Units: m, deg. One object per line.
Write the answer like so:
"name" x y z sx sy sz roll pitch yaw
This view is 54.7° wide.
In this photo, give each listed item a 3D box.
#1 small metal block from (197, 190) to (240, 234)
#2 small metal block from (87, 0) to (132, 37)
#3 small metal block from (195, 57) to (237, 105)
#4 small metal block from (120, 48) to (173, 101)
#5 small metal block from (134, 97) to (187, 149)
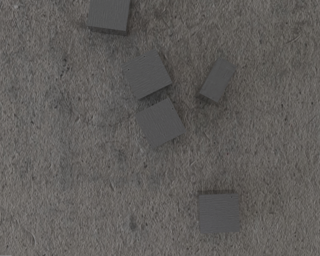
"small metal block" 0.077 0.110 0.411 0.050 0.025 0.050 -2 90 0
"small metal block" -0.065 -0.152 0.409 0.050 0.025 0.050 8 90 0
"small metal block" 0.070 -0.058 0.398 0.025 0.050 0.050 29 90 0
"small metal block" -0.017 -0.069 0.410 0.050 0.025 0.050 -26 90 0
"small metal block" 0.001 -0.006 0.410 0.050 0.025 0.050 -27 90 0
